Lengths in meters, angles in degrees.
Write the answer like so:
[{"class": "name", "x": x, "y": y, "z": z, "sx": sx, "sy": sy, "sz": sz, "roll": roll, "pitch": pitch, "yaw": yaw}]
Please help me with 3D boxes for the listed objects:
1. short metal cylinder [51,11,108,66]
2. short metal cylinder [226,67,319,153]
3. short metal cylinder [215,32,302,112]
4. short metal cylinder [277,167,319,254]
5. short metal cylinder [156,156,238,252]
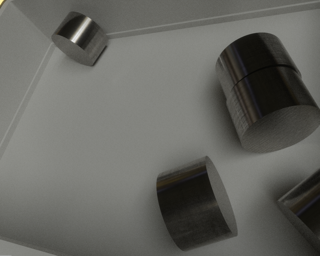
[{"class": "short metal cylinder", "x": -0.137, "y": -0.152, "z": 0.533, "sx": 0.080, "sy": 0.080, "sz": 0.050, "roll": 19, "pitch": 72, "yaw": 35}, {"class": "short metal cylinder", "x": 0.115, "y": -0.017, "z": 0.320, "sx": 0.080, "sy": 0.080, "sz": 0.050, "roll": -22, "pitch": 54, "yaw": 14}, {"class": "short metal cylinder", "x": 0.109, "y": -0.059, "z": 0.349, "sx": 0.080, "sy": 0.080, "sz": 0.050, "roll": -22, "pitch": 54, "yaw": 14}, {"class": "short metal cylinder", "x": 0.143, "y": 0.075, "z": 0.249, "sx": 0.050, "sy": 0.080, "sz": 0.080, "roll": -39, "pitch": 51, "yaw": 2}, {"class": "short metal cylinder", "x": 0.037, "y": 0.074, "z": 0.305, "sx": 0.050, "sy": 0.080, "sz": 0.080, "roll": -23, "pitch": 54, "yaw": 14}]
